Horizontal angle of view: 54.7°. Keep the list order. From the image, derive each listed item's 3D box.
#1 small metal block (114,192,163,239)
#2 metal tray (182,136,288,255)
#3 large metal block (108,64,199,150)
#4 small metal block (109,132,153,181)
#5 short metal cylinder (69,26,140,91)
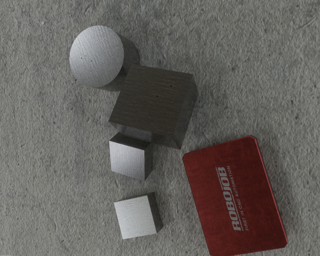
[{"bbox_3d":[-0.029,0.118,0.419,0.050,0.025,0.050,-16,85,19],"label":"small metal block"},{"bbox_3d":[0.089,0.082,0.375,0.090,0.030,0.129,-18,84,19],"label":"metal tray"},{"bbox_3d":[-0.005,-0.026,0.384,0.080,0.050,0.080,13,73,19],"label":"large metal block"},{"bbox_3d":[-0.038,0.037,0.411,0.050,0.025,0.050,14,124,19],"label":"small metal block"},{"bbox_3d":[-0.074,-0.092,0.422,0.080,0.050,0.079,0,90,20],"label":"short metal cylinder"}]
